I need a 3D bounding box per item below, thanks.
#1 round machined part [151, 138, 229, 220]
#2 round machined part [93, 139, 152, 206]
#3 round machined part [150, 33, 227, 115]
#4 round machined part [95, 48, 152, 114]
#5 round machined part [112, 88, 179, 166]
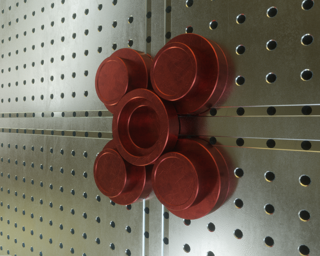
[{"bbox_3d":[0.028,0.061,0.372,0.098,0.042,0.097,0,90,39],"label":"round machined part"},{"bbox_3d":[-0.058,0.062,0.444,0.098,0.042,0.097,0,90,39],"label":"round machined part"},{"bbox_3d":[0.027,-0.065,0.374,0.098,0.042,0.097,0,90,39],"label":"round machined part"},{"bbox_3d":[-0.055,-0.065,0.440,0.098,0.042,0.097,0,90,39],"label":"round machined part"},{"bbox_3d":[-0.014,-0.001,0.406,0.098,0.042,0.097,0,90,39],"label":"round machined part"}]
